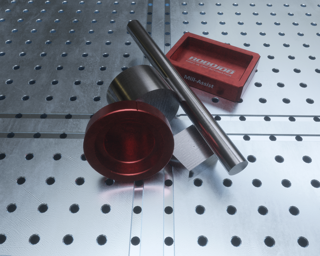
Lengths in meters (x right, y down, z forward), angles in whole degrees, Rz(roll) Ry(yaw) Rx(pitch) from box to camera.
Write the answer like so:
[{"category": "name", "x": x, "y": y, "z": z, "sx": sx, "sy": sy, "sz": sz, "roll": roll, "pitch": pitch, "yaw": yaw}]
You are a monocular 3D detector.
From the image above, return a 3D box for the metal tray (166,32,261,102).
[{"category": "metal tray", "x": 0.080, "y": -0.100, "z": 0.489, "sx": 0.130, "sy": 0.030, "sz": 0.090, "roll": 23, "pitch": 53, "yaw": 18}]

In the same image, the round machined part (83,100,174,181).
[{"category": "round machined part", "x": -0.035, "y": 0.011, "z": 0.354, "sx": 0.099, "sy": 0.097, "sz": 0.042, "roll": -5, "pitch": 33, "yaw": -5}]

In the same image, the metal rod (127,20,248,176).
[{"category": "metal rod", "x": 0.021, "y": -0.061, "z": 0.424, "sx": 0.025, "sy": 0.025, "sz": 0.300, "roll": -20, "pitch": 54, "yaw": -16}]

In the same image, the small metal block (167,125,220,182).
[{"category": "small metal block", "x": 0.038, "y": 0.030, "z": 0.383, "sx": 0.050, "sy": 0.025, "sz": 0.050, "roll": -31, "pitch": 57, "yaw": -24}]

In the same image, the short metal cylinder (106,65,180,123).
[{"category": "short metal cylinder", "x": -0.022, "y": -0.034, "z": 0.400, "sx": 0.081, "sy": 0.080, "sz": 0.050, "roll": -22, "pitch": 54, "yaw": -18}]
